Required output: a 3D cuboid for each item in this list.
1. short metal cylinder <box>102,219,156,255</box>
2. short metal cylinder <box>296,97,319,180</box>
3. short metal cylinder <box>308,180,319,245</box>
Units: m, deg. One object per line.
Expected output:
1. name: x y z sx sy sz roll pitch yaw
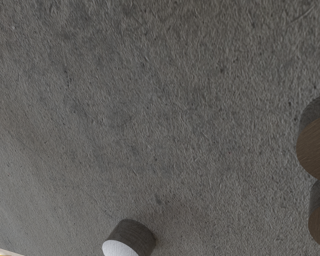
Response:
1. short metal cylinder: -0.054 0.209 0.549 0.080 0.050 0.079 13 124 21
2. short metal cylinder: 0.178 0.010 0.302 0.080 0.050 0.079 13 124 21
3. short metal cylinder: 0.208 0.094 0.339 0.080 0.050 0.079 13 124 21
